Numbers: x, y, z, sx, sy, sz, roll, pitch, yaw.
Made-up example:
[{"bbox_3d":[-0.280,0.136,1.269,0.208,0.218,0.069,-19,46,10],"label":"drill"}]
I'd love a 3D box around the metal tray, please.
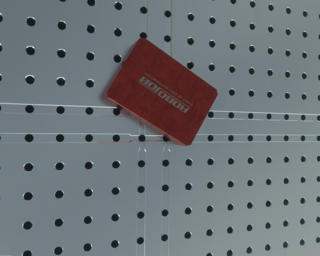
[{"bbox_3d":[0.003,-0.045,0.412,0.130,0.030,0.090,32,79,-18],"label":"metal tray"}]
